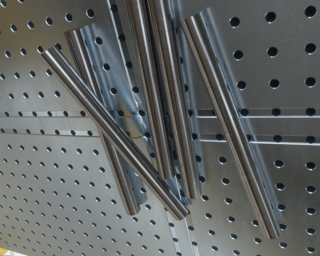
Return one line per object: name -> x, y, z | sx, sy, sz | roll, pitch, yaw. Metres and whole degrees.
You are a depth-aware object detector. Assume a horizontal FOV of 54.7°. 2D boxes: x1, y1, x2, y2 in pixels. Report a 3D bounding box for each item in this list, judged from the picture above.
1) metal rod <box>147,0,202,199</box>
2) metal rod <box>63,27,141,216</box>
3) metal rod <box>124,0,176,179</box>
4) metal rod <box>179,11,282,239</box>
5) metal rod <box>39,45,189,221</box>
metal rod -> 0.019, -0.038, 0.376 | 0.025, 0.025, 0.298 | 2, 120, 27
metal rod -> -0.077, 0.007, 0.454 | 0.025, 0.025, 0.298 | 1, 119, 27
metal rod -> -0.013, -0.065, 0.376 | 0.025, 0.025, 0.298 | 4, 121, 26
metal rod -> 0.091, 0.012, 0.369 | 0.025, 0.025, 0.299 | -12, 112, 33
metal rod -> -0.053, 0.019, 0.427 | 0.025, 0.025, 0.300 | -23, 113, 36
